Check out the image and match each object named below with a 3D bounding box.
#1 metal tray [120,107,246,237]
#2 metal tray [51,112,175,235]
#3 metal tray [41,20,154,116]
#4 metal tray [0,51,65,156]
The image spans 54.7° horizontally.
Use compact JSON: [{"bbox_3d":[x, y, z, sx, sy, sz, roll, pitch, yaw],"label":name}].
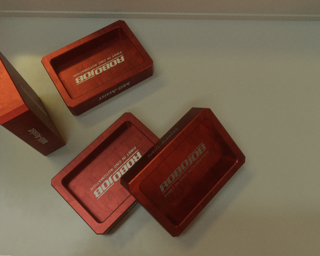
[{"bbox_3d":[0.030,0.049,0.365,0.130,0.030,0.090,-44,110,-14],"label":"metal tray"},{"bbox_3d":[-0.054,0.054,0.386,0.090,0.030,0.130,42,75,14],"label":"metal tray"},{"bbox_3d":[-0.086,-0.087,0.437,0.131,0.030,0.090,-30,73,-11],"label":"metal tray"},{"bbox_3d":[-0.162,-0.026,0.362,0.030,0.130,0.090,-32,73,-10],"label":"metal tray"}]
